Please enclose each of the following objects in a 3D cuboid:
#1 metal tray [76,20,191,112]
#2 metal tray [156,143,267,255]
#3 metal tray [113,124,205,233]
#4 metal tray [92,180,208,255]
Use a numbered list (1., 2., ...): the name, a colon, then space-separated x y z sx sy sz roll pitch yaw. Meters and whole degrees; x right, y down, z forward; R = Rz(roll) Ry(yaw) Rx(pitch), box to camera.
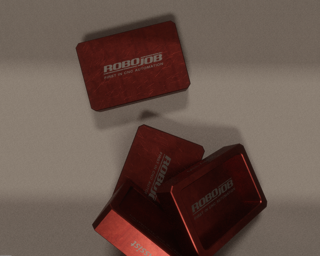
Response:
1. metal tray: -0.034 -0.079 0.408 0.131 0.030 0.089 -14 90 -1
2. metal tray: 0.067 0.084 0.373 0.131 0.030 0.090 -25 92 -36
3. metal tray: -0.006 0.070 0.409 0.090 0.030 0.129 21 90 -1
4. metal tray: -0.004 0.121 0.346 0.130 0.090 0.030 39 99 -1
